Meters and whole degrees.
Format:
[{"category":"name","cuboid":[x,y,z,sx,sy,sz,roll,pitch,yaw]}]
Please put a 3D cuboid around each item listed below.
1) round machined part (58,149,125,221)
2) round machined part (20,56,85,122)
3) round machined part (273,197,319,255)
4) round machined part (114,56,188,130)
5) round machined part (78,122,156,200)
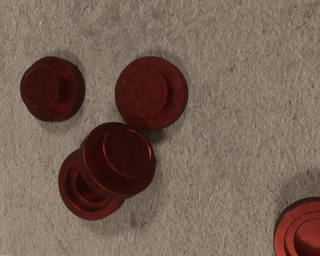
[{"category":"round machined part","cuboid":[-0.087,0.074,0.429,0.098,0.042,0.097,0,90,19]},{"category":"round machined part","cuboid":[-0.164,-0.058,0.456,0.098,0.042,0.097,0,90,19]},{"category":"round machined part","cuboid":[0.176,0.123,0.338,0.098,0.042,0.097,0,90,19]},{"category":"round machined part","cuboid":[-0.016,-0.045,0.405,0.098,0.042,0.097,0,90,19]},{"category":"round machined part","cuboid":[-0.046,0.035,0.382,0.042,0.099,0.098,-40,76,46]}]
